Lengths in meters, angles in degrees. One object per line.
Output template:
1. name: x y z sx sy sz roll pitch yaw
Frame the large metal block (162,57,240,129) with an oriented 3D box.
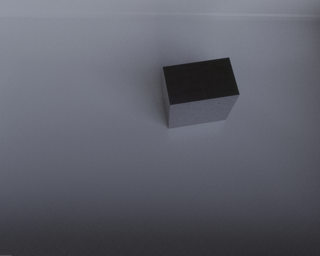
1. large metal block: 0.047 -0.042 0.396 0.080 0.080 0.050 -9 70 -3
